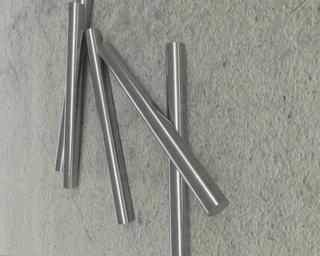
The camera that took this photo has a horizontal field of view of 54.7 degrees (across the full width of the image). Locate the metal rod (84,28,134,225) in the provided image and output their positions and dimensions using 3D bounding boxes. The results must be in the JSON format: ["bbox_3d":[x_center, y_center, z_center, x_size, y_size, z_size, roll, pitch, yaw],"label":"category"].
[{"bbox_3d":[-0.079,-0.009,0.470,0.025,0.025,0.299,-19,78,38],"label":"metal rod"}]

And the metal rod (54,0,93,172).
[{"bbox_3d":[-0.148,-0.071,0.527,0.025,0.025,0.298,17,101,39],"label":"metal rod"}]

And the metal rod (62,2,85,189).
[{"bbox_3d":[-0.142,-0.046,0.506,0.025,0.025,0.298,14,104,39],"label":"metal rod"}]

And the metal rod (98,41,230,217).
[{"bbox_3d":[-0.013,-0.021,0.388,0.025,0.025,0.300,-55,50,26],"label":"metal rod"}]

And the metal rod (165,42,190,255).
[{"bbox_3d":[0.022,0.045,0.386,0.025,0.025,0.298,-2,89,40],"label":"metal rod"}]
